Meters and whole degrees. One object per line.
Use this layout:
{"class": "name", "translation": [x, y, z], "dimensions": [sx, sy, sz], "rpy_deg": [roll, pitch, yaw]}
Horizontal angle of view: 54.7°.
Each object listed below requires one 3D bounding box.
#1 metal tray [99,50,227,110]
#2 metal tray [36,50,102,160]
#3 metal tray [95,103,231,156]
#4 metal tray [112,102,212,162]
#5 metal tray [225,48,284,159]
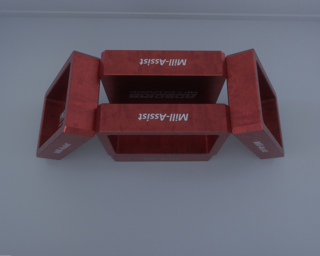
{"class": "metal tray", "translation": [0.003, -0.052, 0.360], "dimensions": [0.131, 0.090, 0.030], "rpy_deg": [0, 70, 0]}
{"class": "metal tray", "translation": [-0.109, -0.019, 0.360], "dimensions": [0.030, 0.130, 0.090], "rpy_deg": [12, 68, -30]}
{"class": "metal tray", "translation": [0.003, 0.005, 0.340], "dimensions": [0.131, 0.090, 0.030], "rpy_deg": [0, 70, -1]}
{"class": "metal tray", "translation": [0.002, -0.003, 0.407], "dimensions": [0.131, 0.030, 0.090], "rpy_deg": [0, 70, -1]}
{"class": "metal tray", "translation": [0.114, -0.021, 0.362], "dimensions": [0.030, 0.130, 0.090], "rpy_deg": [-11, 68, 28]}
